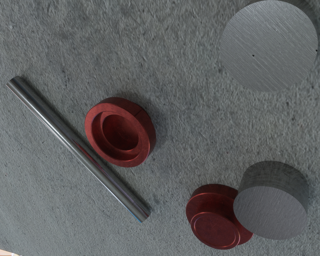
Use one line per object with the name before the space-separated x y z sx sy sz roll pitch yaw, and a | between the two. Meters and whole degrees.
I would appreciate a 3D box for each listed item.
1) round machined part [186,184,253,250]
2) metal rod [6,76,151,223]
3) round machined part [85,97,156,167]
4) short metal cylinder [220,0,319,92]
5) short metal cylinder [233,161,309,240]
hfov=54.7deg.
round machined part | 0.082 0.130 0.432 0.098 0.042 0.097 13 124 20
metal rod | -0.125 0.037 0.493 0.300 0.025 0.025 47 129 -6
round machined part | -0.049 0.002 0.421 0.098 0.042 0.097 13 124 20
short metal cylinder | 0.102 -0.080 0.287 0.080 0.050 0.079 13 124 20
short metal cylinder | 0.134 0.086 0.373 0.080 0.050 0.079 13 124 20
